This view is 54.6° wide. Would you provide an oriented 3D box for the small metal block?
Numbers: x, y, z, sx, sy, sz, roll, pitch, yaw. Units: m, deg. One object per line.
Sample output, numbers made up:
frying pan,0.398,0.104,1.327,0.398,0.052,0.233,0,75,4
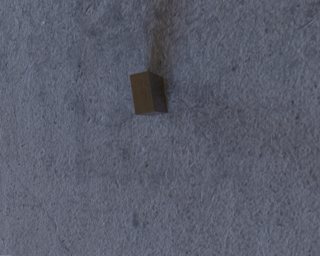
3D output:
small metal block,-0.014,-0.043,0.401,0.025,0.050,0.050,-10,87,20
